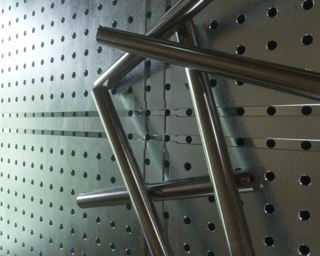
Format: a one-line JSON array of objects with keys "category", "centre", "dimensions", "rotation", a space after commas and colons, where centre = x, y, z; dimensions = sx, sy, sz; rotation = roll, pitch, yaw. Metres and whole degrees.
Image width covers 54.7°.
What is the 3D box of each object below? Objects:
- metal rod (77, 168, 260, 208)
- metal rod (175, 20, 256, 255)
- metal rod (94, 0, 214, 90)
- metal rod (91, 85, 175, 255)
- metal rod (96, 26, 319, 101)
[{"category": "metal rod", "centre": [-0.013, 0.087, 0.418], "dimensions": [0.300, 0.025, 0.025], "rotation": [-16, 80, 38]}, {"category": "metal rod", "centre": [0.057, 0.010, 0.336], "dimensions": [0.025, 0.025, 0.299], "rotation": [-26, 66, 37]}, {"category": "metal rod", "centre": [0.001, -0.117, 0.376], "dimensions": [0.299, 0.025, 0.025], "rotation": [-29, 72, 45]}, {"category": "metal rod", "centre": [-0.033, 0.070, 0.401], "dimensions": [0.025, 0.025, 0.299], "rotation": [-40, 63, 32]}, {"category": "metal rod", "centre": [0.053, -0.071, 0.329], "dimensions": [0.300, 0.025, 0.025], "rotation": [20, 103, 27]}]
